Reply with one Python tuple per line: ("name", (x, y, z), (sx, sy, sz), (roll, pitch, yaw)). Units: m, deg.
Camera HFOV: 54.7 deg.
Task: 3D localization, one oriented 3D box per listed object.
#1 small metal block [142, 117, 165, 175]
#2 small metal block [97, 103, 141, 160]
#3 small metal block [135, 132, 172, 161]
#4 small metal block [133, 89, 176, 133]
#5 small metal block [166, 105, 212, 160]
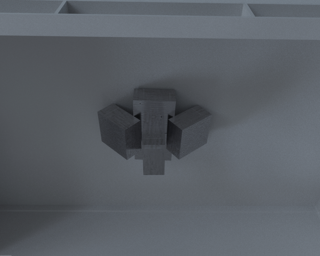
("small metal block", (-0.007, 0.021, 0.375), (0.025, 0.050, 0.050), (0, 130, -1))
("small metal block", (-0.051, 0.004, 0.392), (0.050, 0.025, 0.050), (32, 139, 31))
("small metal block", (-0.009, 0.017, 0.421), (0.050, 0.025, 0.050), (2, 130, -2))
("small metal block", (-0.008, -0.021, 0.388), (0.050, 0.025, 0.050), (1, 130, -2))
("small metal block", (0.036, 0.005, 0.396), (0.050, 0.025, 0.050), (-27, 139, -30))
